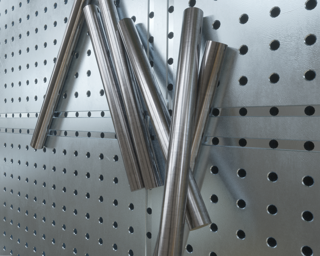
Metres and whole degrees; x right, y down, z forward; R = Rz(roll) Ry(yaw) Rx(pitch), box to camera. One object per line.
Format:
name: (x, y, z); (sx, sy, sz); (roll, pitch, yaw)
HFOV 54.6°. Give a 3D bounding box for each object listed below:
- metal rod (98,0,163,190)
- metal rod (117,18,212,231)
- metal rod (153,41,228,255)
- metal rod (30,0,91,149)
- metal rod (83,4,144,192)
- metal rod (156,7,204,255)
metal rod: (-0.046, -0.060, 0.448); (0.025, 0.025, 0.299); (-25, 74, 37)
metal rod: (-0.003, -0.023, 0.389); (0.025, 0.025, 0.299); (-38, 60, 34)
metal rod: (0.032, 0.045, 0.383); (0.025, 0.025, 0.298); (22, 104, 38)
metal rod: (-0.184, -0.093, 0.563); (0.025, 0.025, 0.298); (38, 113, 33)
metal rod: (-0.070, -0.053, 0.468); (0.025, 0.025, 0.299); (-27, 73, 37)
metal rod: (0.024, 0.003, 0.338); (0.025, 0.025, 0.299); (-6, 70, 40)
